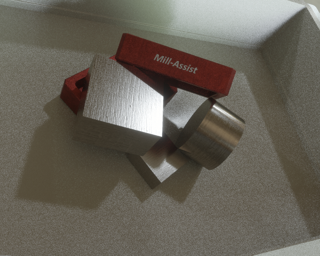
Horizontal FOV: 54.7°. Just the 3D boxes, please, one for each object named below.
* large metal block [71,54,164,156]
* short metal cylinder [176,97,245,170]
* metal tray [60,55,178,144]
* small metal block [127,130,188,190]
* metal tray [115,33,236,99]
[{"bbox_3d":[-0.044,-0.023,0.338,0.081,0.050,0.080,15,56,-20],"label":"large metal block"},{"bbox_3d":[0.064,0.007,0.401,0.050,0.080,0.080,34,51,-6],"label":"short metal cylinder"},{"bbox_3d":[-0.049,-0.047,0.403,0.090,0.030,0.131,47,51,4],"label":"metal tray"},{"bbox_3d":[-0.003,0.038,0.380,0.050,0.025,0.050,-33,80,-38],"label":"small metal block"},{"bbox_3d":[0.017,-0.071,0.379,0.131,0.090,0.030,18,92,-1],"label":"metal tray"}]
